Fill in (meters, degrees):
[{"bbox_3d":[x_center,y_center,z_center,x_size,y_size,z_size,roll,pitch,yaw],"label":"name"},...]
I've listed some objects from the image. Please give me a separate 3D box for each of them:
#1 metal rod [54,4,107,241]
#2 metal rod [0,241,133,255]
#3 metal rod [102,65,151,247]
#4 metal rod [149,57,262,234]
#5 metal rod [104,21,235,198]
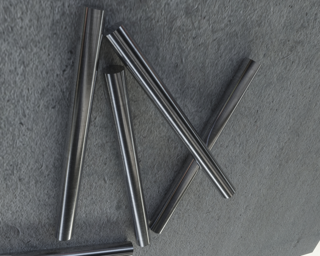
[{"bbox_3d":[-0.098,0.014,0.361,0.025,0.025,0.298,0,119,-29],"label":"metal rod"},{"bbox_3d":[-0.177,0.180,0.421,0.302,0.025,0.025,7,115,-32],"label":"metal rod"},{"bbox_3d":[-0.039,0.059,0.421,0.025,0.025,0.298,-18,126,-18],"label":"metal rod"},{"bbox_3d":[0.060,0.036,0.461,0.025,0.025,0.298,16,110,-35],"label":"metal rod"},{"bbox_3d":[0.028,-0.002,0.398,0.025,0.025,0.300,-39,123,-2],"label":"metal rod"}]
